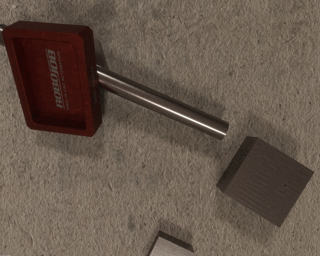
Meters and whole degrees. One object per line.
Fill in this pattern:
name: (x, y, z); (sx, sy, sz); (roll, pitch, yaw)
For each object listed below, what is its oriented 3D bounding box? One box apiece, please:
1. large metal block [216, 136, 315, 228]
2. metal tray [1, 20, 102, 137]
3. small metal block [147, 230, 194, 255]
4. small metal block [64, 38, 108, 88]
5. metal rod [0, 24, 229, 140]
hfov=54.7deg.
large metal block: (0.132, 0.066, 0.399); (0.080, 0.050, 0.080); (32, 90, -1)
metal tray: (-0.121, -0.054, 0.365); (0.090, 0.030, 0.129); (7, 125, 8)
small metal block: (0.011, 0.172, 0.410); (0.050, 0.025, 0.050); (26, 90, -1)
small metal block: (-0.097, -0.084, 0.409); (0.050, 0.025, 0.050); (-16, 90, -1)
metal rod: (-0.056, -0.055, 0.385); (0.301, 0.025, 0.025); (23, 90, -4)
